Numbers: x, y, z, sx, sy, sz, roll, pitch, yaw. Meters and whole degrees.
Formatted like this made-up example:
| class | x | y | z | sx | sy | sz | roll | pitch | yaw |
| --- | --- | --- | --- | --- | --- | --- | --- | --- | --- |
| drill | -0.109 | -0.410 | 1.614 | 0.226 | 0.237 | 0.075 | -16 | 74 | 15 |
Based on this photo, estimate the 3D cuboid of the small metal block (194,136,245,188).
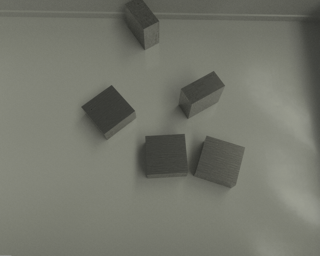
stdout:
| class | x | y | z | sx | sy | sz | roll | pitch | yaw |
| --- | --- | --- | --- | --- | --- | --- | --- | --- | --- |
| small metal block | 0.075 | 0.043 | 0.395 | 0.050 | 0.025 | 0.050 | 17 | 71 | 6 |

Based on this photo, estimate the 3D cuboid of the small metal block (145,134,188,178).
| class | x | y | z | sx | sy | sz | roll | pitch | yaw |
| --- | --- | --- | --- | --- | --- | --- | --- | --- | --- |
| small metal block | 0.008 | 0.036 | 0.396 | 0.050 | 0.025 | 0.050 | -3 | 70 | -2 |

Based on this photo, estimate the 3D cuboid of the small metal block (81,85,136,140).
| class | x | y | z | sx | sy | sz | roll | pitch | yaw |
| --- | --- | --- | --- | --- | --- | --- | --- | --- | --- |
| small metal block | -0.068 | -0.021 | 0.416 | 0.050 | 0.025 | 0.050 | -39 | 75 | -13 |

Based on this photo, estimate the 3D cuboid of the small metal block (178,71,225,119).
| class | x | y | z | sx | sy | sz | roll | pitch | yaw |
| --- | --- | --- | --- | --- | --- | --- | --- | --- | --- |
| small metal block | 0.054 | -0.043 | 0.413 | 0.050 | 0.050 | 0.025 | -29 | 73 | -10 |

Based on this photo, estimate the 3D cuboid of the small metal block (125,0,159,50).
| class | x | y | z | sx | sy | sz | roll | pitch | yaw |
| --- | --- | --- | --- | --- | --- | --- | --- | --- | --- |
| small metal block | -0.025 | -0.151 | 0.451 | 0.025 | 0.050 | 0.050 | -31 | 73 | -11 |
